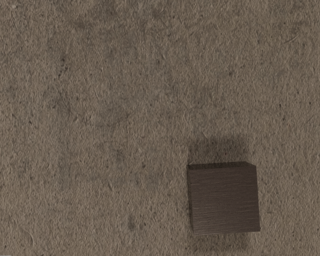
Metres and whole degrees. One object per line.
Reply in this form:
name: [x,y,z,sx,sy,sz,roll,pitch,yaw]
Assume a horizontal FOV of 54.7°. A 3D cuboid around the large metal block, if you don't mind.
large metal block: [0.079,0.088,0.399,0.081,0.050,0.079,-4,90,-1]
